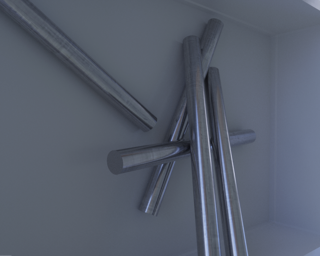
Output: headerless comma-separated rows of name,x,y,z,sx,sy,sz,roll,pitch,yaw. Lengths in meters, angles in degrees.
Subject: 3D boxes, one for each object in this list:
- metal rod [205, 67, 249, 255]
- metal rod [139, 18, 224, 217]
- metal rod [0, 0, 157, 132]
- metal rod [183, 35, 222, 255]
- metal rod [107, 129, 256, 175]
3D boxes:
metal rod,0.083,0.045,0.401,0.025,0.025,0.299,24,52,-38
metal rod,0.035,-0.026,0.435,0.025,0.025,0.299,33,70,-35
metal rod,-0.108,-0.090,0.315,0.300,0.025,0.025,42,65,-32
metal rod,0.049,0.011,0.384,0.025,0.025,0.299,19,58,-38
metal rod,0.055,0.024,0.424,0.302,0.025,0.025,-6,94,-48
